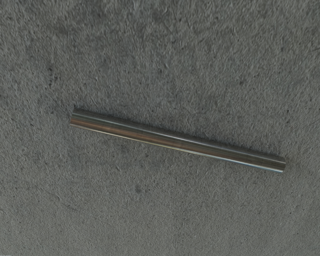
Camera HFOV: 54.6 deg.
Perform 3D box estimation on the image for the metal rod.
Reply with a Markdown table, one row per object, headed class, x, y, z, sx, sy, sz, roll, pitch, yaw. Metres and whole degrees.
| class | x | y | z | sx | sy | sz | roll | pitch | yaw |
| --- | --- | --- | --- | --- | --- | --- | --- | --- | --- |
| metal rod | 0.033 | 0.020 | 0.423 | 0.302 | 0.025 | 0.025 | 13 | 129 | -12 |
